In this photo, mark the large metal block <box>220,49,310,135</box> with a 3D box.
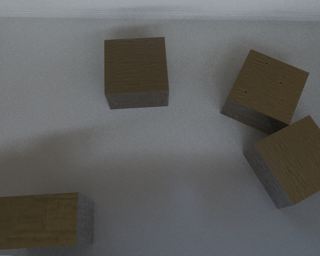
[{"bbox_3d":[0.138,-0.046,0.414,0.080,0.050,0.080,25,72,9],"label":"large metal block"}]

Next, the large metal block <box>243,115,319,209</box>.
[{"bbox_3d":[0.165,0.043,0.382,0.080,0.050,0.080,-26,72,-9],"label":"large metal block"}]

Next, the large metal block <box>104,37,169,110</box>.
[{"bbox_3d":[-0.031,-0.074,0.423,0.081,0.050,0.080,-3,70,-2],"label":"large metal block"}]

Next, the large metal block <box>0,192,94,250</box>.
[{"bbox_3d":[-0.122,0.104,0.341,0.081,0.080,0.050,-3,70,-1],"label":"large metal block"}]
